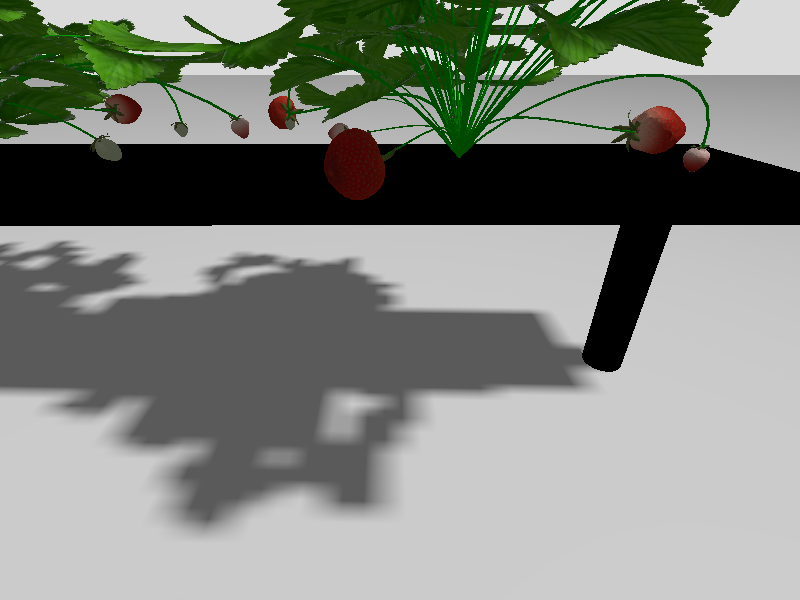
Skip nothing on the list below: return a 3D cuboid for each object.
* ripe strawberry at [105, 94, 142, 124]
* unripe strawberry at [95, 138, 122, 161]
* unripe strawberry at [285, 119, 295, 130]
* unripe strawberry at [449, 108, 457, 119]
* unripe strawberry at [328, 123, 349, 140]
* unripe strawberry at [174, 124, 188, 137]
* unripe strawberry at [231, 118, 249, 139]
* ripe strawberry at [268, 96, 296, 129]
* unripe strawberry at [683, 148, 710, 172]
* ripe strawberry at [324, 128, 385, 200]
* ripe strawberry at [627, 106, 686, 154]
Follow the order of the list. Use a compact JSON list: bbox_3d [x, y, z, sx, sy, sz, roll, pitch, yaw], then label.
[{"bbox_3d":[-0.348,-0.242,0.507,0.038,0.034,0.035,7,31,12],"label":"ripe strawberry"},{"bbox_3d":[-0.233,-0.120,0.322,0.016,0.018,0.018,-36,22,23],"label":"unripe strawberry"},{"bbox_3d":[-0.118,-0.188,0.429,0.010,0.011,0.011,19,36,29],"label":"unripe strawberry"},{"bbox_3d":[0.070,-0.219,0.482,0.022,0.024,0.024,3,17,6],"label":"unripe strawberry"},{"bbox_3d":[-0.059,-0.160,0.384,0.019,0.019,0.021,16,34,25],"label":"unripe strawberry"},{"bbox_3d":[-0.232,-0.180,0.425,0.013,0.014,0.015,-18,35,-28],"label":"unripe strawberry"},{"bbox_3d":[-0.168,-0.182,0.426,0.019,0.020,0.018,-30,38,-10],"label":"unripe strawberry"},{"bbox_3d":[-0.139,-0.220,0.469,0.034,0.036,0.031,24,38,35],"label":"ripe strawberry"},{"bbox_3d":[0.213,-0.101,0.290,0.016,0.016,0.015,9,32,14],"label":"unripe strawberry"},{"bbox_3d":[-0.027,-0.074,0.223,0.033,0.038,0.036,18,36,27],"label":"ripe strawberry"},{"bbox_3d":[0.217,-0.143,0.337,0.043,0.037,0.043,-2,31,-4],"label":"ripe strawberry"}]
